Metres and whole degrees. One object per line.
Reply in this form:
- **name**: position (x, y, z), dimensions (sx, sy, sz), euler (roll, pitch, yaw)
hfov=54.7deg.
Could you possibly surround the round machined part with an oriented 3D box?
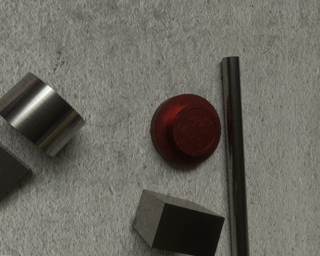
- **round machined part**: position (0.040, 0.003, 0.416), dimensions (0.099, 0.042, 0.097), euler (0, 90, -21)

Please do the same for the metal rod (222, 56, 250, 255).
- **metal rod**: position (0.111, 0.048, 0.451), dimensions (0.025, 0.025, 0.298), euler (-4, 91, -20)

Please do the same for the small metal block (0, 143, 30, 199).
- **small metal block**: position (-0.183, 0.047, 0.342), dimensions (0.050, 0.025, 0.050), euler (46, 76, -15)

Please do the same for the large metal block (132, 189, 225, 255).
- **large metal block**: position (0.020, 0.118, 0.389), dimensions (0.081, 0.080, 0.050), euler (19, 84, -20)

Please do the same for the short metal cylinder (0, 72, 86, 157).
- **short metal cylinder**: position (-0.128, -0.014, 0.333), dimensions (0.080, 0.080, 0.050), euler (44, 76, -15)
